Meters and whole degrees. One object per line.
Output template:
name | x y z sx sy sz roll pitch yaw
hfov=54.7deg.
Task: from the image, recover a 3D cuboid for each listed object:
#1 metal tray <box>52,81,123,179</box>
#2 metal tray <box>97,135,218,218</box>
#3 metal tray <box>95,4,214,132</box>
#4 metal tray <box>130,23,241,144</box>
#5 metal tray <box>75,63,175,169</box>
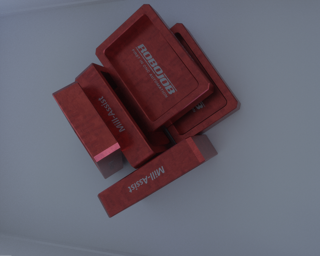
metal tray | -0.083 0.010 0.383 0.030 0.130 0.090 -33 78 -14
metal tray | 0.001 0.055 0.373 0.130 0.090 0.030 -34 79 16
metal tray | -0.008 -0.071 0.376 0.090 0.030 0.130 -38 78 16
metal tray | 0.029 -0.055 0.397 0.090 0.030 0.130 -36 78 17
metal tray | -0.039 -0.015 0.386 0.030 0.090 0.130 -39 78 16
